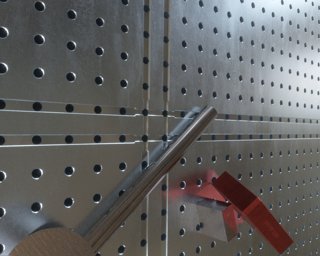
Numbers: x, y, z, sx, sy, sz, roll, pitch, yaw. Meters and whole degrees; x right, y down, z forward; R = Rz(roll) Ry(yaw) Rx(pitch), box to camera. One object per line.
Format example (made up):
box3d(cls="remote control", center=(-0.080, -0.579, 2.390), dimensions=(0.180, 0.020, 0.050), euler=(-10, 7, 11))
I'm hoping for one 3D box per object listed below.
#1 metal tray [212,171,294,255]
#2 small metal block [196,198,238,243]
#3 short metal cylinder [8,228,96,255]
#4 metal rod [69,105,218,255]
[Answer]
box3d(cls="metal tray", center=(0.146, 0.133, 0.490), dimensions=(0.030, 0.090, 0.130), euler=(-43, 120, -2))
box3d(cls="small metal block", center=(0.085, 0.138, 0.468), dimensions=(0.025, 0.050, 0.050), euler=(-21, 104, -38))
box3d(cls="short metal cylinder", center=(-0.101, 0.135, 0.289), dimensions=(0.081, 0.050, 0.080), euler=(5, 72, -16))
box3d(cls="metal rod", center=(-0.014, 0.066, 0.399), dimensions=(0.301, 0.025, 0.025), euler=(-45, 117, -31))
